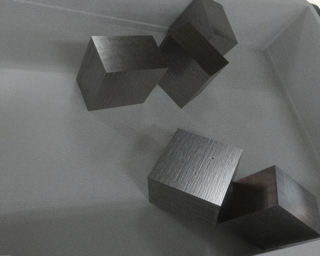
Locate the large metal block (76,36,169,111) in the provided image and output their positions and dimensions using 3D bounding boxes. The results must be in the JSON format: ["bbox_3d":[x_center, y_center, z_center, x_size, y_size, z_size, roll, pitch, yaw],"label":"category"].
[{"bbox_3d":[-0.049,-0.068,0.385,0.081,0.080,0.050,-12,68,-33],"label":"large metal block"}]

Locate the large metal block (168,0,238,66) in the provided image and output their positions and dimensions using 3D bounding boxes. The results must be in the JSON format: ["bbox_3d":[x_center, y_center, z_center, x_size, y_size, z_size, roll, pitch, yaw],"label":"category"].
[{"bbox_3d":[0.065,-0.145,0.488,0.050,0.080,0.080,7,58,-37],"label":"large metal block"}]

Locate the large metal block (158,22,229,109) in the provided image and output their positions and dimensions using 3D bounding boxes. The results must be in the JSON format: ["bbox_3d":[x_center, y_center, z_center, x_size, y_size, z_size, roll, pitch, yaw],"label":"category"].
[{"bbox_3d":[0.036,-0.088,0.443,0.080,0.080,0.050,47,51,4],"label":"large metal block"}]

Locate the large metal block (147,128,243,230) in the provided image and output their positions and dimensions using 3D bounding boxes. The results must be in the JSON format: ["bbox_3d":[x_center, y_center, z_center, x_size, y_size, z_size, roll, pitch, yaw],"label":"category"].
[{"bbox_3d":[0.041,0.056,0.357,0.080,0.050,0.080,19,49,18],"label":"large metal block"}]

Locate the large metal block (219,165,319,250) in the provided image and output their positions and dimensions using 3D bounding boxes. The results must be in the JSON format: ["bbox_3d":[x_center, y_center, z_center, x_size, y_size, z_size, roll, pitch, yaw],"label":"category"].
[{"bbox_3d":[0.128,0.097,0.366,0.080,0.080,0.050,35,44,-22],"label":"large metal block"}]
